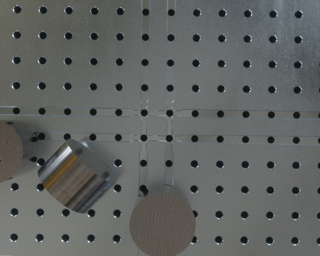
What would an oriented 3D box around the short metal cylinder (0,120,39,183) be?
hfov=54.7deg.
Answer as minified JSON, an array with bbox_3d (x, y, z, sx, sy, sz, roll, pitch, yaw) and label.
[{"bbox_3d":[-0.206,0.029,0.399,0.081,0.050,0.079,0,90,0],"label":"short metal cylinder"}]

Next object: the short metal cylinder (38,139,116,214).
[{"bbox_3d":[-0.101,0.059,0.385,0.080,0.080,0.050,44,90,0],"label":"short metal cylinder"}]

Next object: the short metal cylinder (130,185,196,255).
[{"bbox_3d":[0.003,0.118,0.401,0.081,0.050,0.079,0,90,0],"label":"short metal cylinder"}]
